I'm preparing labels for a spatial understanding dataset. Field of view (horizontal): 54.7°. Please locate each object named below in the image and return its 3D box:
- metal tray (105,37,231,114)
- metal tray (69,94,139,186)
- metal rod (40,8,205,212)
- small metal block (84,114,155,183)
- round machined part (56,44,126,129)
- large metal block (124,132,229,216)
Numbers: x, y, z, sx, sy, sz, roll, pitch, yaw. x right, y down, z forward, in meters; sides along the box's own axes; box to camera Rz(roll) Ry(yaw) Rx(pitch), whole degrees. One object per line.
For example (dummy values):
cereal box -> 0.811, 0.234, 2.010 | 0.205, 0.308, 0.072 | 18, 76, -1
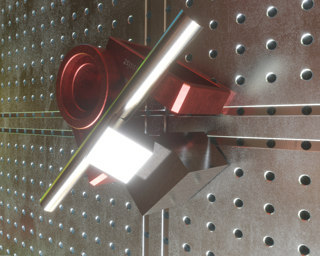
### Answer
metal tray -> 0.006, -0.061, 0.359 | 0.130, 0.091, 0.030 | 38, 114, 33
metal tray -> -0.070, 0.007, 0.422 | 0.030, 0.091, 0.130 | -36, 68, 34
metal rod -> -0.059, 0.002, 0.338 | 0.299, 0.025, 0.025 | -48, 62, 29
small metal block -> -0.041, 0.022, 0.318 | 0.050, 0.050, 0.025 | -50, 16, 28
round machined part -> -0.079, -0.048, 0.371 | 0.098, 0.042, 0.097 | 0, 90, 39
large metal block -> 0.017, 0.049, 0.353 | 0.080, 0.081, 0.050 | -49, 62, 29
